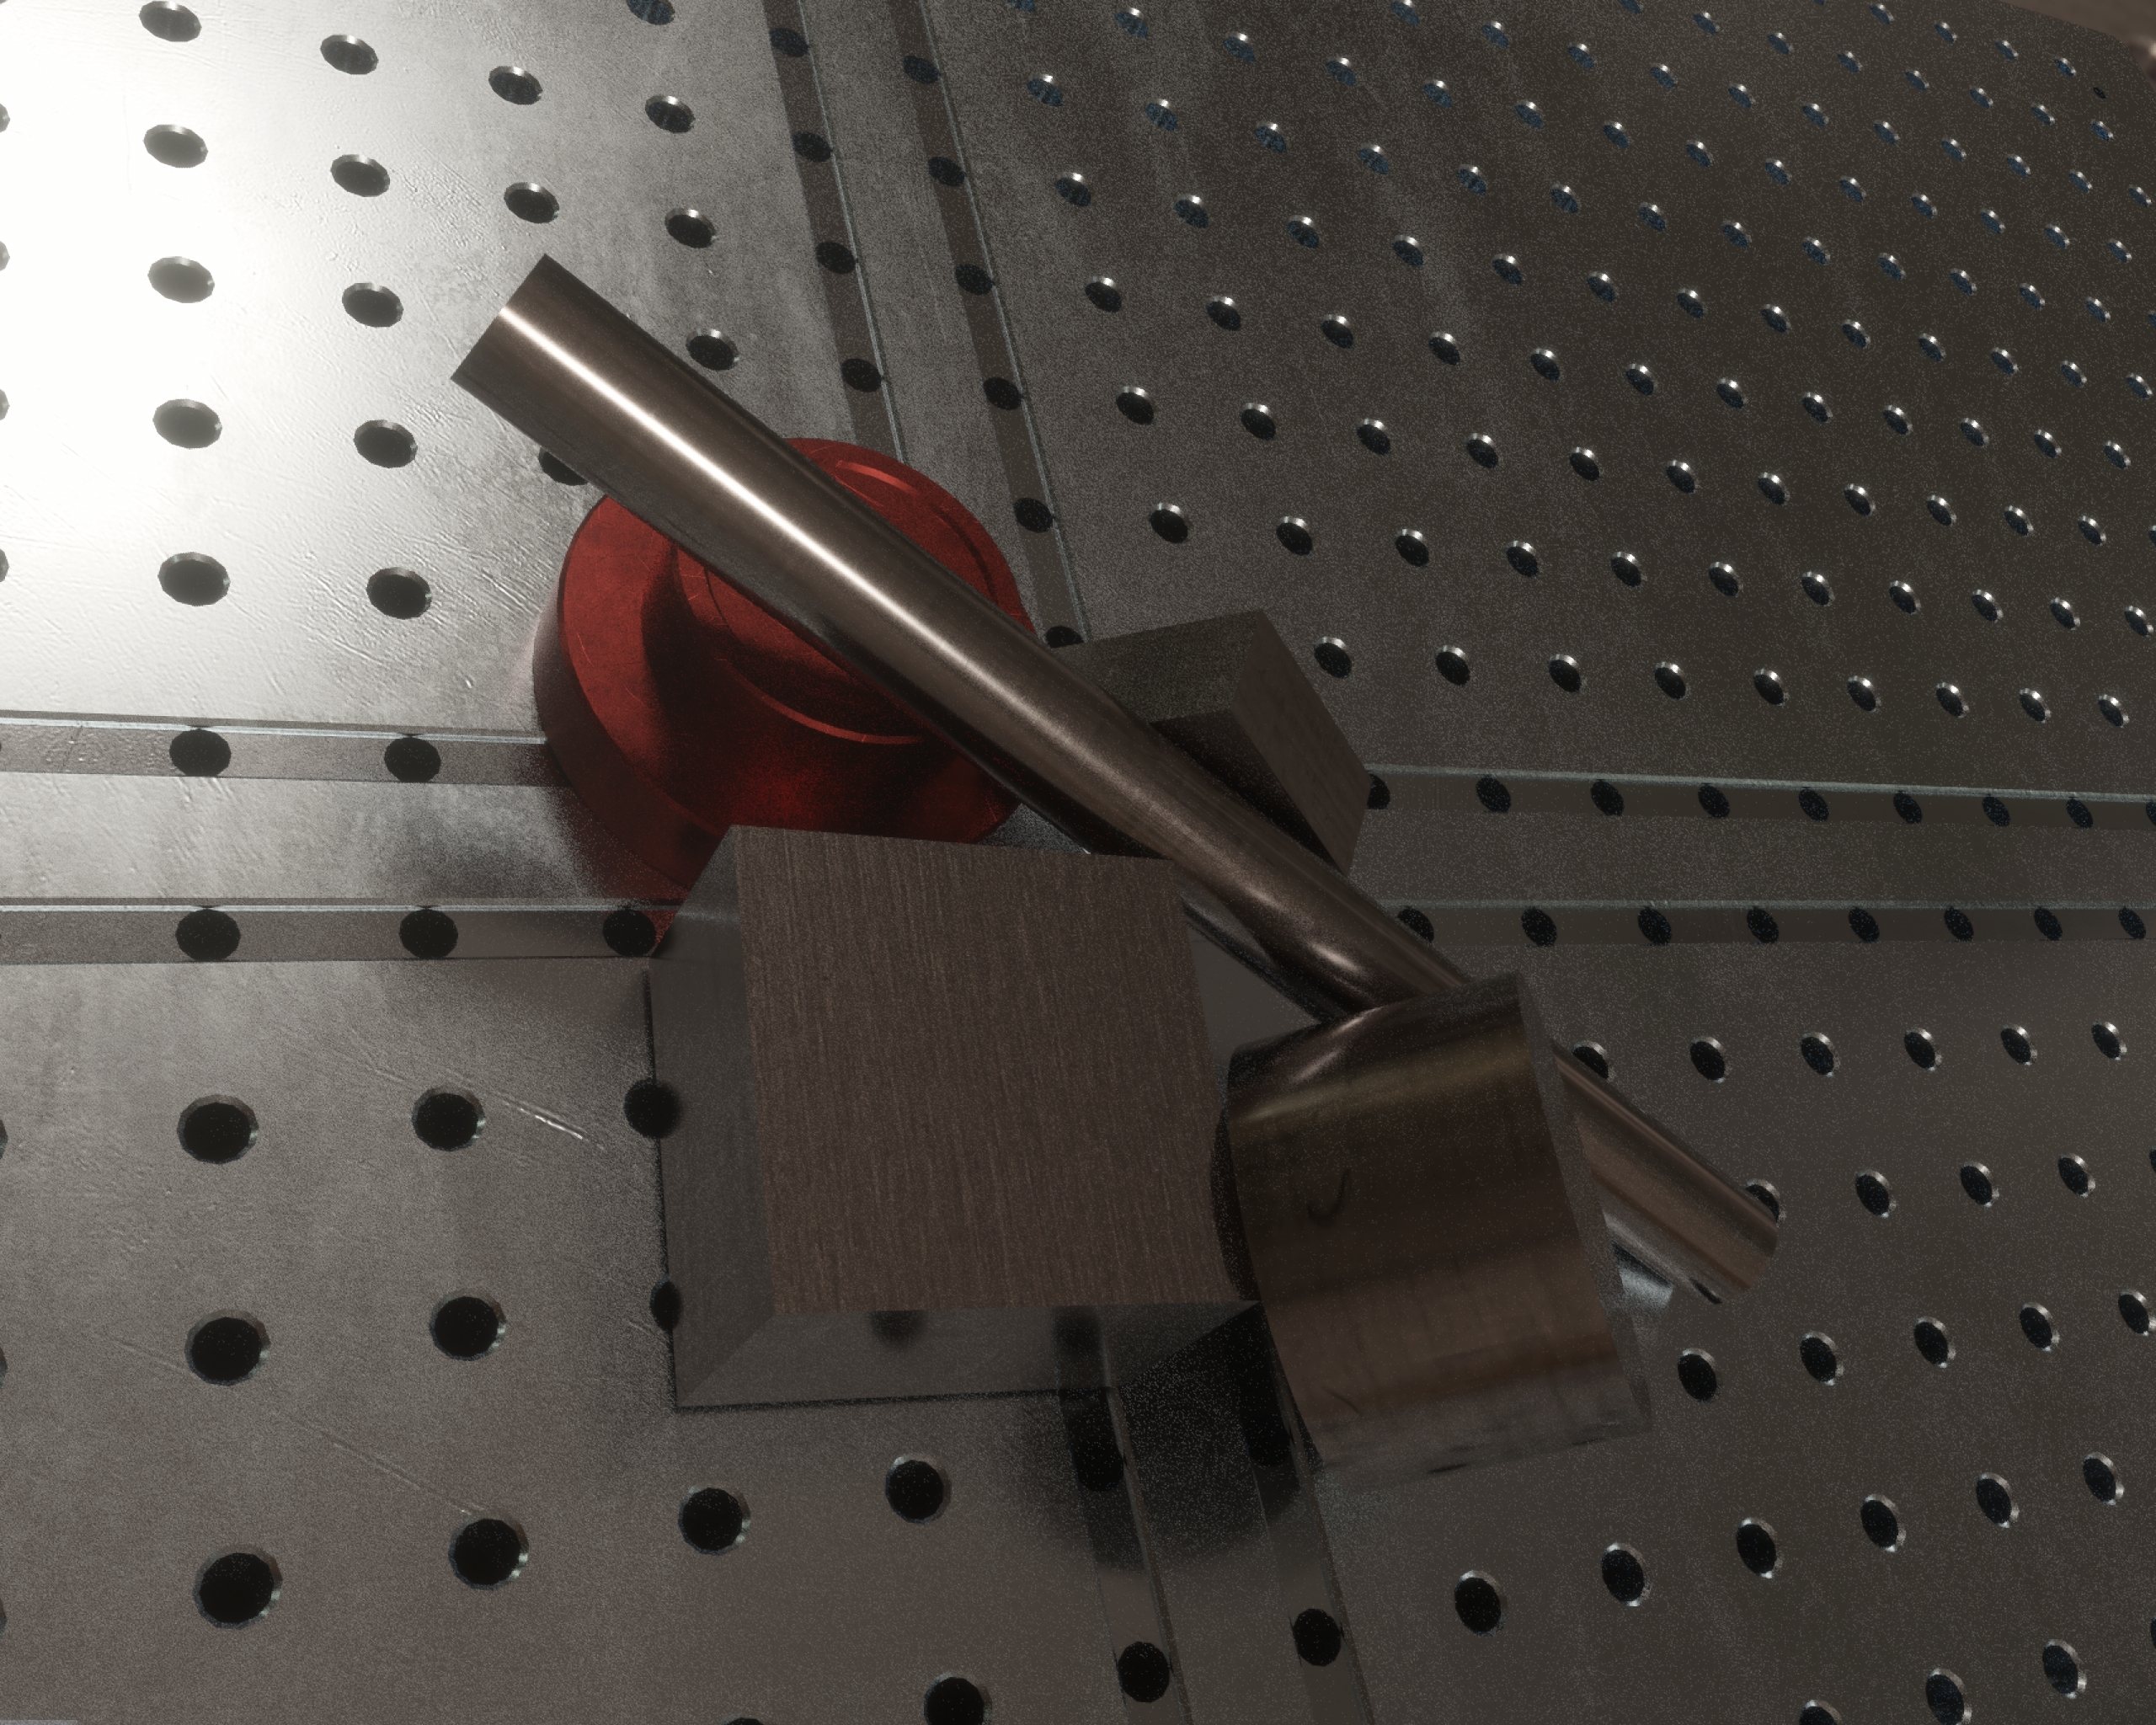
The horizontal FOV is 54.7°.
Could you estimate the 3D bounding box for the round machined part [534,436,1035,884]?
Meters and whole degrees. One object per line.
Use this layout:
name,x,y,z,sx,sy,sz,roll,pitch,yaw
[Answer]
round machined part,-0.049,-0.042,0.397,0.099,0.042,0.098,14,56,-21

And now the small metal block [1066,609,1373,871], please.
small metal block,0.022,-0.019,0.405,0.050,0.050,0.025,51,45,-39

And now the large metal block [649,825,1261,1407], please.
large metal block,-0.024,0.043,0.351,0.081,0.050,0.080,5,60,-26

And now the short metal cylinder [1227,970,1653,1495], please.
short metal cylinder,0.063,0.064,0.361,0.080,0.050,0.080,-17,90,-76

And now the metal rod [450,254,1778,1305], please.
metal rod,0.022,-0.003,0.381,0.301,0.025,0.025,36,50,-21
